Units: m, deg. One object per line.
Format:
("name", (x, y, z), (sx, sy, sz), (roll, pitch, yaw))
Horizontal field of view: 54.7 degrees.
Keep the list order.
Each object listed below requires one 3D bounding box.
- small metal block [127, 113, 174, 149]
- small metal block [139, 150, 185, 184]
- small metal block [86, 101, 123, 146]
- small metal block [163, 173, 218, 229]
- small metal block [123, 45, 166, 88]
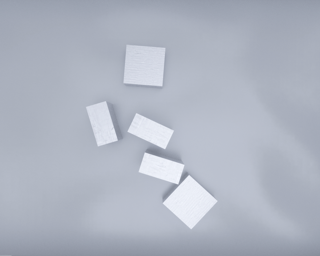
("small metal block", (-0.011, 0.004, 0.399), (0.050, 0.050, 0.025), (25, 90, 0))
("small metal block", (0.002, 0.049, 0.399), (0.050, 0.050, 0.025), (17, 90, 0))
("small metal block", (-0.070, -0.005, 0.398), (0.025, 0.050, 0.050), (-17, 90, 0))
("small metal block", (0.039, 0.096, 0.412), (0.050, 0.025, 0.050), (43, 90, 0))
("small metal block", (-0.020, -0.080, 0.411), (0.050, 0.025, 0.050), (5, 90, 0))
